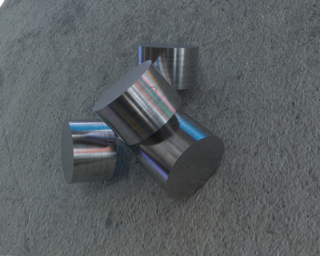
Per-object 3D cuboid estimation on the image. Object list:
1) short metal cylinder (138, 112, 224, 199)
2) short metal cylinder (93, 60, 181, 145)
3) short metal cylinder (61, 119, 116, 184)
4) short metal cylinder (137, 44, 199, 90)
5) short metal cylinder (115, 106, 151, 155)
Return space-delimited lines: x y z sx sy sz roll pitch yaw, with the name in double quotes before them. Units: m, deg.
"short metal cylinder" 0.023 0.030 0.339 0.080 0.080 0.050 -47 51 -4
"short metal cylinder" -0.025 -0.027 0.333 0.080 0.050 0.080 -35 21 16
"short metal cylinder" -0.093 0.029 0.394 0.080 0.050 0.079 7 97 62
"short metal cylinder" 0.010 -0.083 0.408 0.080 0.081 0.050 15 113 34
"short metal cylinder" -0.018 -0.007 0.403 0.080 0.050 0.080 -13 56 20
